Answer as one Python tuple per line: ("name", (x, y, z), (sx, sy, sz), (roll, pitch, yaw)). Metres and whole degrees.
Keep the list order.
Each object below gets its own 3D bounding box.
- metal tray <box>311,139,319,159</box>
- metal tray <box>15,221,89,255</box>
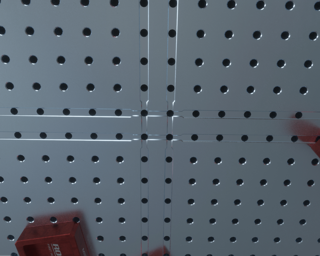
("metal tray", (0.271, 0.066, 0.403), (0.130, 0.090, 0.030), (31, 112, -11))
("metal tray", (-0.160, 0.214, 0.488), (0.090, 0.030, 0.129), (-9, 110, 3))
